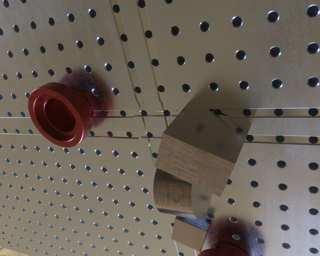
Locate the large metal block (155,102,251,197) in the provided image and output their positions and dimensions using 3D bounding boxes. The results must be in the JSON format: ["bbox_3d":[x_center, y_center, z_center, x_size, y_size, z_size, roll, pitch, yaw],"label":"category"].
[{"bbox_3d":[0.051,0.021,0.362,0.080,0.080,0.050,23,127,14],"label":"large metal block"}]

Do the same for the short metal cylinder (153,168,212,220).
[{"bbox_3d":[0.033,0.075,0.405,0.050,0.080,0.080,2,119,27],"label":"short metal cylinder"}]

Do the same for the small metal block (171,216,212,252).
[{"bbox_3d":[0.048,0.159,0.484,0.050,0.025,0.050,19,126,17],"label":"small metal block"}]

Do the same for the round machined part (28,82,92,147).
[{"bbox_3d":[-0.142,-0.023,0.461,0.098,0.042,0.097,13,124,21],"label":"round machined part"}]

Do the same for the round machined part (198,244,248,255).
[{"bbox_3d":[0.104,0.219,0.479,0.098,0.042,0.097,12,125,18],"label":"round machined part"}]
